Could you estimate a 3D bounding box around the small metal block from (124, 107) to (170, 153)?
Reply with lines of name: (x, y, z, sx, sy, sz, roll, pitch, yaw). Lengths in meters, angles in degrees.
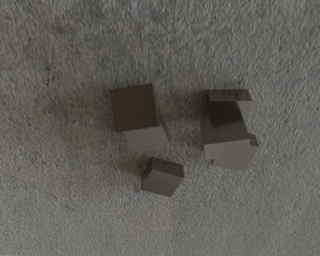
small metal block: (-0.019, 0.002, 0.409, 0.050, 0.025, 0.050, -15, 129, 12)

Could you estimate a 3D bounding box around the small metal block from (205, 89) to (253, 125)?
small metal block: (0.084, -0.021, 0.391, 0.050, 0.025, 0.050, 0, 130, -1)

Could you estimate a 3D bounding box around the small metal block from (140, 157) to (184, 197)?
small metal block: (0.003, 0.076, 0.472, 0.050, 0.025, 0.050, 17, 128, -15)

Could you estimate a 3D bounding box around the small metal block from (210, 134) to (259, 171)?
small metal block: (0.103, 0.032, 0.436, 0.050, 0.025, 0.050, 9, 130, -9)

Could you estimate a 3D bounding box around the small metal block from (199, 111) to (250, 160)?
small metal block: (0.075, 0.009, 0.367, 0.050, 0.050, 0.025, -8, 130, 6)

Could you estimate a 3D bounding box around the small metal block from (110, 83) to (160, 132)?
small metal block: (-0.029, -0.023, 0.370, 0.050, 0.025, 0.050, -8, 87, 6)
